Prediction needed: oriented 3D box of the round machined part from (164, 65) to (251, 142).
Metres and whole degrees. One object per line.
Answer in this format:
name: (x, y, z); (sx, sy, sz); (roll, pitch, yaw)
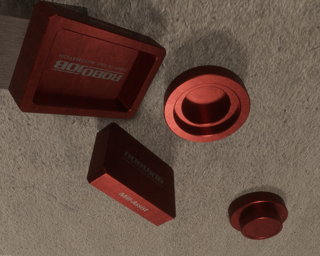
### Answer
round machined part: (0.054, -0.032, 0.370); (0.099, 0.042, 0.097); (-1, 130, 0)

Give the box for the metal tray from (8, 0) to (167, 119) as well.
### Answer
metal tray: (-0.064, -0.056, 0.300); (0.131, 0.030, 0.089); (3, 125, -47)

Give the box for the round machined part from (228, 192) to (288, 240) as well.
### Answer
round machined part: (0.170, 0.156, 0.532); (0.099, 0.042, 0.097); (-1, 130, 0)

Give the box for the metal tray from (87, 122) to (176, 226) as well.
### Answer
metal tray: (-0.032, 0.063, 0.417); (0.030, 0.090, 0.130); (-34, 123, 25)

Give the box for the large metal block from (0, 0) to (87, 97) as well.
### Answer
large metal block: (-0.121, -0.082, 0.319); (0.081, 0.050, 0.079); (7, 130, -6)
